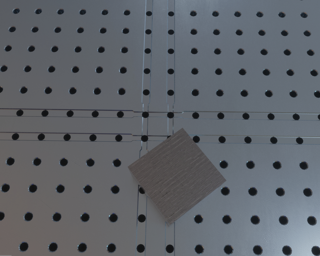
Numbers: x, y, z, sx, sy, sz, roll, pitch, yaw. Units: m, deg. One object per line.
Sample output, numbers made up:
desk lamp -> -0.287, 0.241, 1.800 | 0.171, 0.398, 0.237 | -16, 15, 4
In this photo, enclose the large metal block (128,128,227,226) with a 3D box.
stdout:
large metal block -> 0.019, 0.060, 0.377 | 0.080, 0.050, 0.080 | -35, 74, -12
